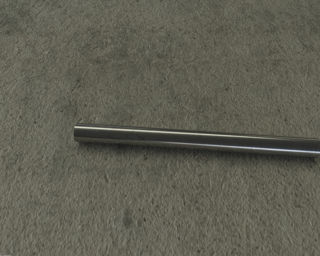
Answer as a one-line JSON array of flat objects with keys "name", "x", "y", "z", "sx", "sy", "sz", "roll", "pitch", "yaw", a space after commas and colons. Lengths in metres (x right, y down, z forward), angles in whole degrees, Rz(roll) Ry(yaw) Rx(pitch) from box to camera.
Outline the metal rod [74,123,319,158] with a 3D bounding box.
[{"name": "metal rod", "x": 0.044, "y": 0.015, "z": 0.390, "sx": 0.301, "sy": 0.025, "sz": 0.025, "roll": 4, "pitch": 50, "yaw": 3}]
